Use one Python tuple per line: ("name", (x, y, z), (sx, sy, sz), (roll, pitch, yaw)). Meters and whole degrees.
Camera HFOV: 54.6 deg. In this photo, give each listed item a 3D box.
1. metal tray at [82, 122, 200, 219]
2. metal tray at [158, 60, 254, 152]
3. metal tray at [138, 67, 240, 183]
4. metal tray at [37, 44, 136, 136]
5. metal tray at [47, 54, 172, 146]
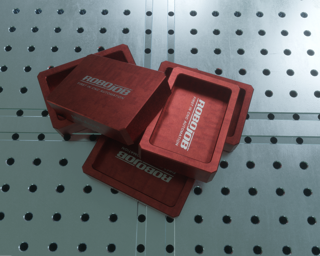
("metal tray", (-0.019, 0.045, 0.392), (0.130, 0.030, 0.090), (25, 72, 9))
("metal tray", (0.050, -0.031, 0.420), (0.130, 0.030, 0.090), (18, 71, 7))
("metal tray", (0.038, -0.009, 0.379), (0.090, 0.030, 0.130), (19, 60, 7))
("metal tray", (-0.091, -0.054, 0.428), (0.131, 0.030, 0.090), (-21, 71, -7))
("metal tray", (-0.063, -0.040, 0.380), (0.130, 0.030, 0.090), (20, 62, 30))
